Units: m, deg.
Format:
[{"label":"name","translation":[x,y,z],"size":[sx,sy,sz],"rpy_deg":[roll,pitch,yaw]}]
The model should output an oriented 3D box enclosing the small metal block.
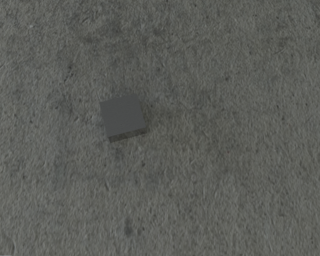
[{"label":"small metal block","translation":[-0.049,-0.013,0.412],"size":[0.050,0.025,0.050],"rpy_deg":[-15,71,-6]}]
